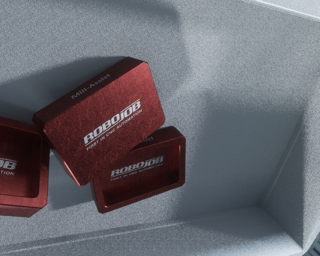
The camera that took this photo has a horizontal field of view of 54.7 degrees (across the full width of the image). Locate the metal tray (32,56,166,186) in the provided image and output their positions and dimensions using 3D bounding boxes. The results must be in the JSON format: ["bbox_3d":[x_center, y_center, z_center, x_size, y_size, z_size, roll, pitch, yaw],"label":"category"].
[{"bbox_3d":[-0.059,-0.009,0.344,0.131,0.030,0.090,-38,131,-24],"label":"metal tray"}]

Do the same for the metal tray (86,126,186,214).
[{"bbox_3d":[-0.029,0.056,0.423,0.131,0.030,0.089,-15,125,-20],"label":"metal tray"}]

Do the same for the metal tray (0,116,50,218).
[{"bbox_3d":[-0.171,0.029,0.285,0.131,0.090,0.030,19,139,-38],"label":"metal tray"}]
